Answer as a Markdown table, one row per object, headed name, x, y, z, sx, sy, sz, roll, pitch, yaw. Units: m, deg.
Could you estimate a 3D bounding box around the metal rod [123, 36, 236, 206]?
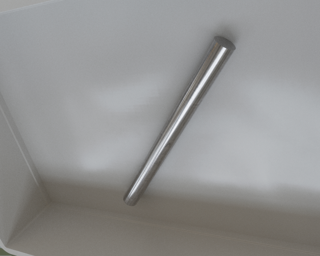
| name | x | y | z | sx | sy | sz | roll | pitch | yaw |
| --- | --- | --- | --- | --- | --- | --- | --- | --- | --- |
| metal rod | 0.010 | 0.014 | 0.411 | 0.025 | 0.025 | 0.298 | 34 | 129 | 5 |
